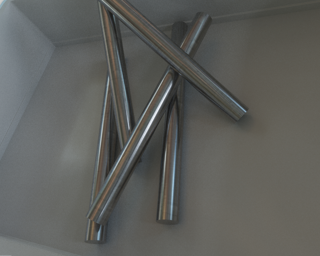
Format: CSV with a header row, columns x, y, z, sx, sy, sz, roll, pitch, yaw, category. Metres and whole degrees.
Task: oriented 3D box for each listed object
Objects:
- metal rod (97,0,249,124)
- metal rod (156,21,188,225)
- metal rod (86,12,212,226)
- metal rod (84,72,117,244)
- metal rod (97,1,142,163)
x,y,z,sx,sy,sz,roll,pitch,yaw,category
-0.011,-0.116,0.387,0.300,0.025,0.025,43,86,8,metal rod
0.020,-0.027,0.410,0.025,0.025,0.299,-9,58,23,metal rod
-0.006,-0.023,0.389,0.025,0.025,0.300,17,72,34,metal rod
-0.074,0.005,0.439,0.025,0.025,0.299,-13,56,21,metal rod
-0.061,-0.100,0.416,0.025,0.025,0.298,-13,82,21,metal rod
